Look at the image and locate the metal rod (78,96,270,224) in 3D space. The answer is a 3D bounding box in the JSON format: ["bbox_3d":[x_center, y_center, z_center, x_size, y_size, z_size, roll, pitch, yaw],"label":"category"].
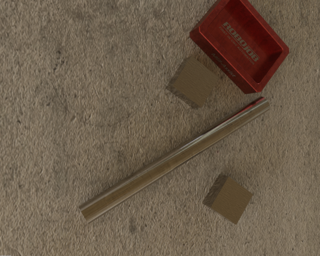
[{"bbox_3d":[0.032,0.035,0.422,0.302,0.025,0.025,-30,100,-18],"label":"metal rod"}]

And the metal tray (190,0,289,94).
[{"bbox_3d":[0.118,-0.124,0.451,0.130,0.030,0.090,42,77,-16],"label":"metal tray"}]

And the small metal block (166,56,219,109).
[{"bbox_3d":[0.045,-0.062,0.427,0.050,0.025,0.050,35,79,-17],"label":"small metal block"}]

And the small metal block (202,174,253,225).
[{"bbox_3d":[0.098,0.102,0.447,0.050,0.025,0.050,37,78,-17],"label":"small metal block"}]
